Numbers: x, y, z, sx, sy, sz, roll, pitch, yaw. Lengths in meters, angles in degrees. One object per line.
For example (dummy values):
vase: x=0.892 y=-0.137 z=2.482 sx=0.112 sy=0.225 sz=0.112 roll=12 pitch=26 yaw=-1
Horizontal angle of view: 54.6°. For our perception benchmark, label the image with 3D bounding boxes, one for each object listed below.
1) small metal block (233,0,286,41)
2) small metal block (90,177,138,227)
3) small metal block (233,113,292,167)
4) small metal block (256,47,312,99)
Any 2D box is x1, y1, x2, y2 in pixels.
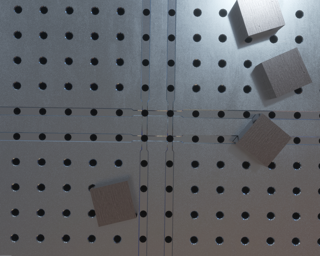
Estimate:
small metal block: x=0.131 y=-0.150 z=0.414 sx=0.050 sy=0.025 sz=0.050 roll=-17 pitch=90 yaw=0
small metal block: x=-0.061 y=0.098 z=0.413 sx=0.050 sy=0.025 sz=0.050 roll=-13 pitch=90 yaw=0
small metal block: x=0.136 y=0.016 z=0.414 sx=0.050 sy=0.025 sz=0.050 roll=40 pitch=90 yaw=0
small metal block: x=0.165 y=-0.072 z=0.414 sx=0.050 sy=0.025 sz=0.050 roll=-24 pitch=90 yaw=0
